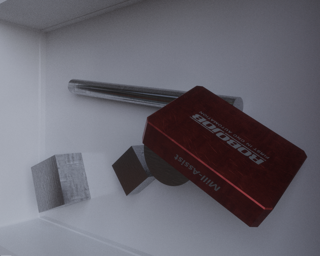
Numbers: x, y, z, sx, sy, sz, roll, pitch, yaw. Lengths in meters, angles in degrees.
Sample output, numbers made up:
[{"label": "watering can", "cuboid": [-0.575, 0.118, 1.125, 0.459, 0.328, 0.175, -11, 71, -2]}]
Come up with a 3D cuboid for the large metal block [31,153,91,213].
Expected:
[{"label": "large metal block", "cuboid": [-0.170, 0.093, 0.528, 0.080, 0.050, 0.080, -24, 75, 37]}]

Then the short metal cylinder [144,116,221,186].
[{"label": "short metal cylinder", "cuboid": [0.028, 0.025, 0.366, 0.080, 0.050, 0.079, 0, 90, 39]}]

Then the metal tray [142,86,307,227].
[{"label": "metal tray", "cuboid": [0.060, 0.018, 0.294, 0.130, 0.091, 0.030, 37, 137, 21]}]

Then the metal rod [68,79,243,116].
[{"label": "metal rod", "cuboid": [-0.030, -0.046, 0.429, 0.300, 0.025, 0.025, 12, 98, 39]}]

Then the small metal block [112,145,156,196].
[{"label": "small metal block", "cuboid": [-0.034, 0.059, 0.433, 0.050, 0.025, 0.050, -44, 64, 30]}]
